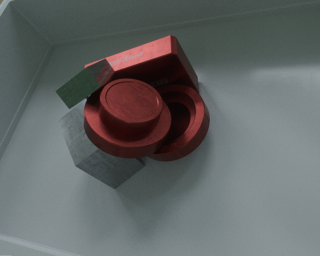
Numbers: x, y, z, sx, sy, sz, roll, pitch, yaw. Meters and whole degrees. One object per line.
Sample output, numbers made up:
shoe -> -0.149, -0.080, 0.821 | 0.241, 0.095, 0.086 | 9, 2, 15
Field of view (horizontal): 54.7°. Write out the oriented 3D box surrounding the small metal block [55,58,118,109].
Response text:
small metal block -> -0.084, -0.052, 0.359 | 0.050, 0.025, 0.050 | -30, 12, 24

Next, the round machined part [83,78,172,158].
round machined part -> -0.034, -0.018, 0.346 | 0.099, 0.042, 0.098 | 9, 48, -10

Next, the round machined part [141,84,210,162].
round machined part -> 0.015, -0.003, 0.387 | 0.098, 0.042, 0.098 | -13, 56, 20

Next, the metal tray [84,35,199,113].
metal tray -> -0.024, -0.063, 0.411 | 0.130, 0.090, 0.030 | -14, 57, 20

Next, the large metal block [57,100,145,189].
large metal block -> -0.074, 0.020, 0.394 | 0.050, 0.080, 0.080 | -38, 51, 3
